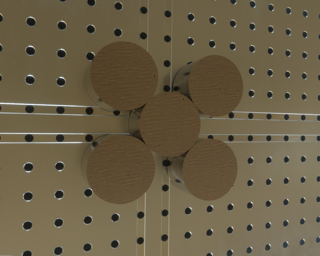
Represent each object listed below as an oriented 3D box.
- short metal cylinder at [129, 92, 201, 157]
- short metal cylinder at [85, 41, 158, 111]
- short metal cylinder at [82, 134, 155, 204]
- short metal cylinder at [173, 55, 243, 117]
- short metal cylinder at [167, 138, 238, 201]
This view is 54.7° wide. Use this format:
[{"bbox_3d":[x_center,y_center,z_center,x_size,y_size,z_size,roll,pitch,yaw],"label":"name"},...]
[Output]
[{"bbox_3d":[0.005,-0.005,0.402,0.081,0.050,0.079,0,90,-21],"label":"short metal cylinder"},{"bbox_3d":[-0.048,-0.061,0.381,0.081,0.050,0.079,0,90,-21],"label":"short metal cylinder"},{"bbox_3d":[-0.052,0.048,0.380,0.081,0.050,0.079,0,90,-21],"label":"short metal cylinder"},{"bbox_3d":[0.065,-0.054,0.422,0.081,0.050,0.079,0,90,-21],"label":"short metal cylinder"},{"bbox_3d":[0.057,0.053,0.421,0.081,0.050,0.079,0,90,-21],"label":"short metal cylinder"}]
